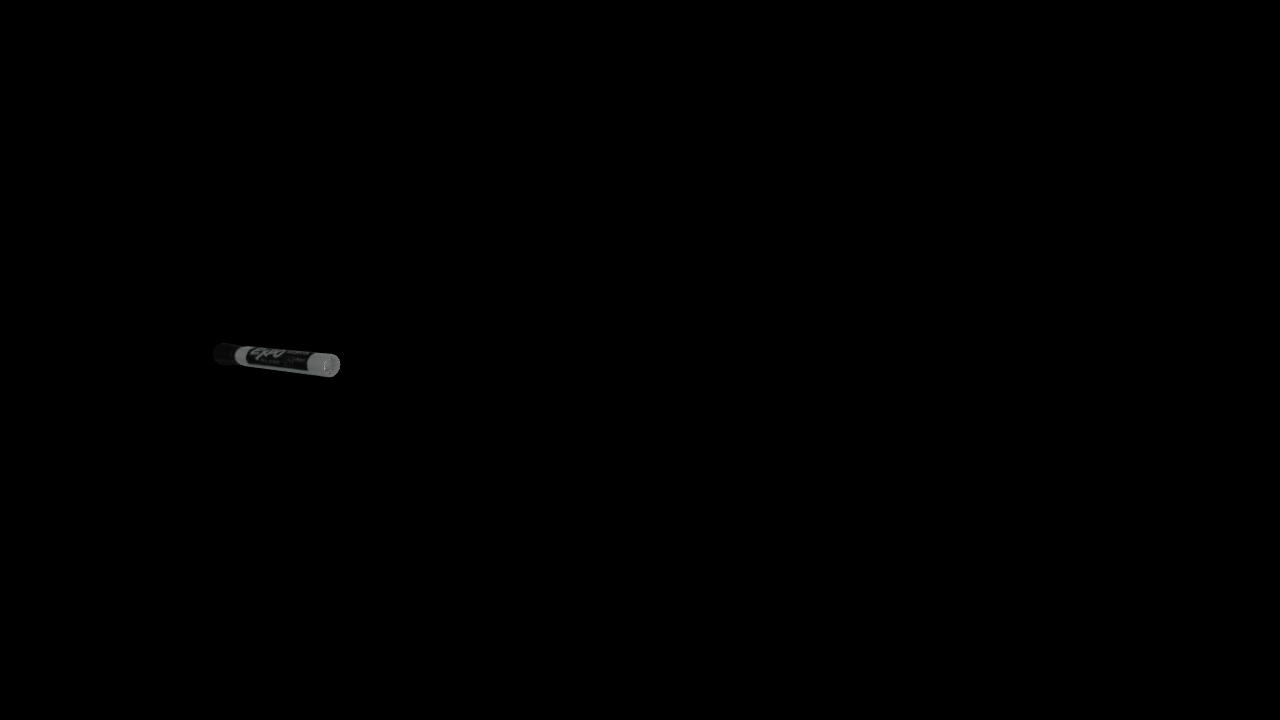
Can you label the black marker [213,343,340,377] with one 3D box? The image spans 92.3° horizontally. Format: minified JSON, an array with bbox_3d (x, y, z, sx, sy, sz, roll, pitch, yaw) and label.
[{"bbox_3d":[-0.301,-0.001,0.503,0.121,0.020,0.020,5,2,17],"label":"black marker"}]
